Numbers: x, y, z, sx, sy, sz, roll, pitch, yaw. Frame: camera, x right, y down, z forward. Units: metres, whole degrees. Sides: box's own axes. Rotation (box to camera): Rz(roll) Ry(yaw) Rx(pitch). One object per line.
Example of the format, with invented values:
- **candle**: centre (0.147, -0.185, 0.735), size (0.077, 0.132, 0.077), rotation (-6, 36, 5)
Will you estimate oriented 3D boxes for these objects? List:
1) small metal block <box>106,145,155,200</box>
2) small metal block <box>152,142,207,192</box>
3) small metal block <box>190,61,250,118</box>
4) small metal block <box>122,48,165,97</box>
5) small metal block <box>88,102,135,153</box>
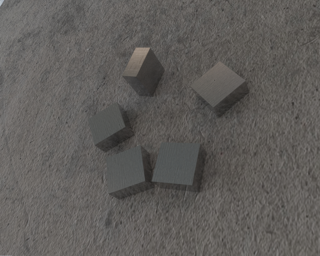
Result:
- **small metal block**: centre (-0.038, 0.056, 0.390), size (0.050, 0.025, 0.050), rotation (-21, 54, 15)
- **small metal block**: centre (0.023, 0.045, 0.364), size (0.050, 0.025, 0.050), rotation (0, 62, 28)
- **small metal block**: centre (0.076, -0.050, 0.395), size (0.050, 0.025, 0.050), rotation (-40, 51, 1)
- **small metal block**: centre (-0.023, -0.080, 0.449), size (0.025, 0.050, 0.050), rotation (10, 67, 32)
- **small metal block**: centre (-0.070, -0.001, 0.442), size (0.050, 0.025, 0.050), rotation (-31, 52, 8)
